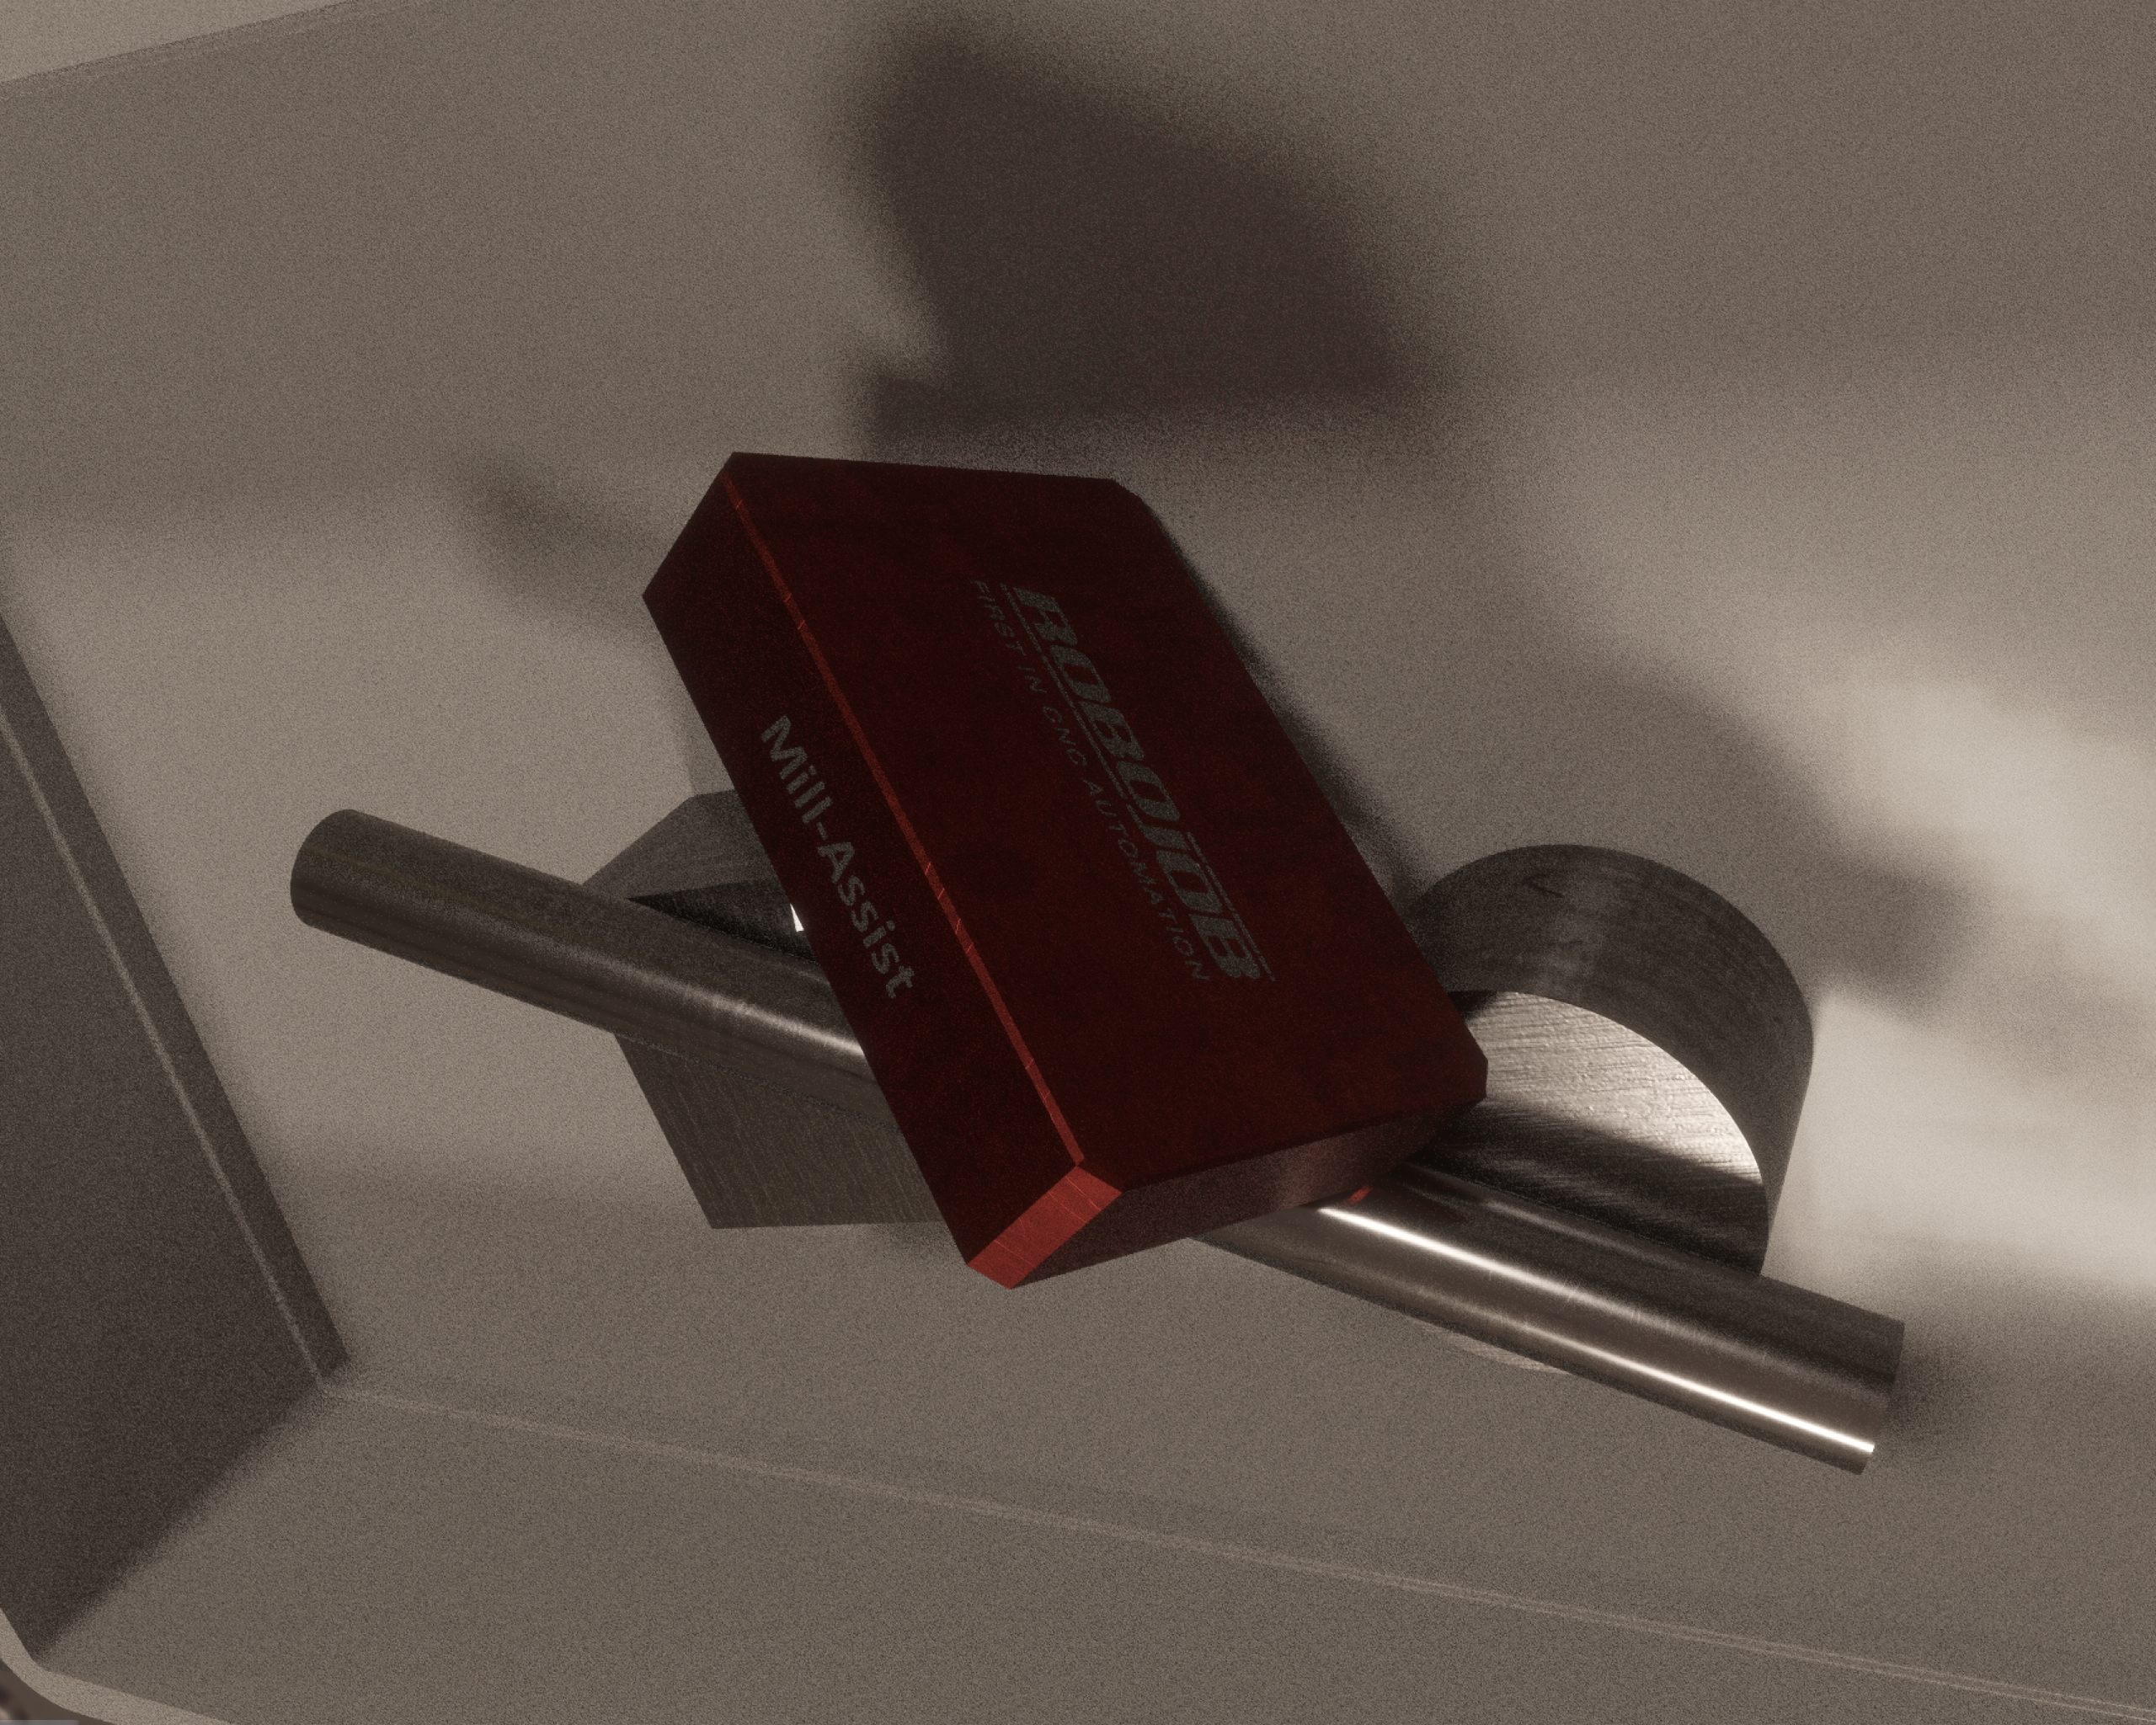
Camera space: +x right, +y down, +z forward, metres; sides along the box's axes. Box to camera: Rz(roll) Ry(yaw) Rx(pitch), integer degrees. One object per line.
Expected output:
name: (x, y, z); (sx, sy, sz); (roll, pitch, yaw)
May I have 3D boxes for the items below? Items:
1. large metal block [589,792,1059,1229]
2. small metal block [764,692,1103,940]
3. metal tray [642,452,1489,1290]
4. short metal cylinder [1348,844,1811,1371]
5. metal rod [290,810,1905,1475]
large metal block: (-0.048, 0.027, 0.432); (0.080, 0.050, 0.080); (-8, 115, 31)
small metal block: (-0.027, -0.016, 0.366); (0.050, 0.025, 0.050); (-15, 77, 5)
metal tray: (-0.002, -0.005, 0.329); (0.030, 0.091, 0.130); (-47, 61, 38)
short metal cylinder: (0.085, 0.044, 0.372); (0.080, 0.050, 0.079); (13, 124, 20)
metal rod: (-0.012, 0.043, 0.372); (0.301, 0.025, 0.025); (17, 125, 18)
